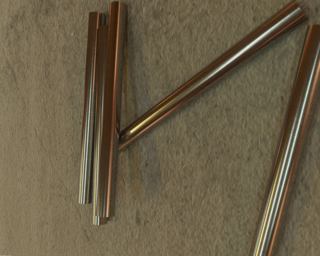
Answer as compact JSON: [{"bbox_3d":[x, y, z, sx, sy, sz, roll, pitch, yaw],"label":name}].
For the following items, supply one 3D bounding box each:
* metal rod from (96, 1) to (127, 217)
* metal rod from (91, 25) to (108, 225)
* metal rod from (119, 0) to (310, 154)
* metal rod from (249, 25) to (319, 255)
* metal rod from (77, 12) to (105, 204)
[{"bbox_3d":[-0.067,-0.031,0.431,0.025,0.025,0.298,-5,79,39],"label":"metal rod"},{"bbox_3d":[-0.087,-0.003,0.473,0.025,0.025,0.298,4,93,39],"label":"metal rod"},{"bbox_3d":[0.032,-0.042,0.376,0.299,0.025,0.025,-35,69,34],"label":"metal rod"},{"bbox_3d":[0.120,0.053,0.305,0.025,0.025,0.298,18,101,38],"label":"metal rod"},{"bbox_3d":[-0.109,-0.029,0.492,0.025,0.025,0.298,7,95,39],"label":"metal rod"}]
